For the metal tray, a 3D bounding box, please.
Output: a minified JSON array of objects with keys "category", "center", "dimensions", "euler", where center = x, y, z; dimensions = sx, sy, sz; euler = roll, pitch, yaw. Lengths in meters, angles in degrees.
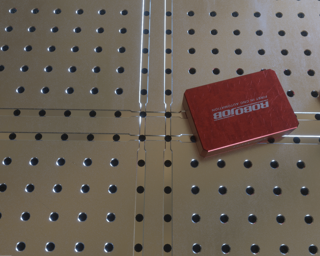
[{"category":"metal tray","center":[0.106,-0.021,0.418],"dimensions":[0.131,0.030,0.090],"euler":[-15,71,-6]}]
